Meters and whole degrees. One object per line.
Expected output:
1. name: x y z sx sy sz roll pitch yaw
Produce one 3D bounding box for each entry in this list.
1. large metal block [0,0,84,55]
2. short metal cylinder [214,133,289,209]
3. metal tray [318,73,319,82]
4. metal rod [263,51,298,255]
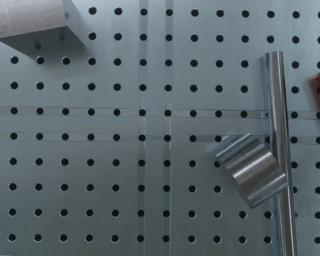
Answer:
1. large metal block: -0.148 -0.131 0.384 0.080 0.080 0.050 -11 90 0
2. short metal cylinder: 0.112 0.053 0.387 0.050 0.080 0.080 -34 90 0
3. metal tray: 0.293 -0.053 0.414 0.131 0.030 0.090 -19 90 -1
4. metal rod: 0.163 0.049 0.415 0.025 0.025 0.298 -4 90 -1
